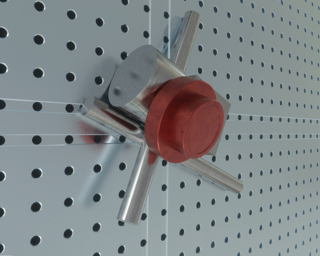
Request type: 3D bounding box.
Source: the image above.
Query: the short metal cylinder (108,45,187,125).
[{"bbox_3d":[-0.015,-0.049,0.362,0.050,0.080,0.080,32,70,-36],"label":"short metal cylinder"}]

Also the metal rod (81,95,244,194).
[{"bbox_3d":[0.025,0.037,0.431,0.301,0.025,0.025,31,71,-36],"label":"metal rod"}]

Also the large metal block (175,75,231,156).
[{"bbox_3d":[0.045,-0.015,0.428,0.080,0.050,0.080,32,70,-36],"label":"large metal block"}]

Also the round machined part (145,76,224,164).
[{"bbox_3d":[0.034,-0.005,0.343,0.099,0.042,0.097,-24,127,-37],"label":"round machined part"}]

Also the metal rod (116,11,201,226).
[{"bbox_3d":[0.006,-0.030,0.391,0.025,0.025,0.300,35,61,-35],"label":"metal rod"}]
